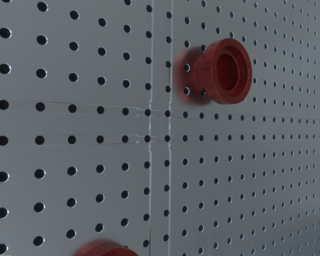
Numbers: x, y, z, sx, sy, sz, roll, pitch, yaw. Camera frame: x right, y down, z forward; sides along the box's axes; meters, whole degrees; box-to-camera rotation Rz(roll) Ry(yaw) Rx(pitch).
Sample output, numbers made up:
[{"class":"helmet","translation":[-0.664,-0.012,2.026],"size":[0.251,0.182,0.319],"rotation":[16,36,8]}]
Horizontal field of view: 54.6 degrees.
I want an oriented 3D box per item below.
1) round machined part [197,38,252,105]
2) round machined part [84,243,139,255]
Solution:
[{"class":"round machined part","translation":[0.095,-0.085,0.476],"size":[0.099,0.042,0.097],"rotation":[0,90,-40]},{"class":"round machined part","translation":[-0.054,0.187,0.352],"size":[0.099,0.042,0.097],"rotation":[0,90,-40]}]
